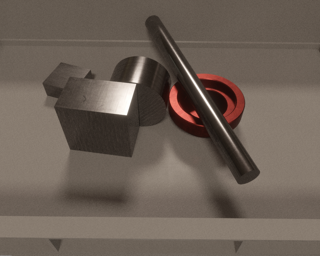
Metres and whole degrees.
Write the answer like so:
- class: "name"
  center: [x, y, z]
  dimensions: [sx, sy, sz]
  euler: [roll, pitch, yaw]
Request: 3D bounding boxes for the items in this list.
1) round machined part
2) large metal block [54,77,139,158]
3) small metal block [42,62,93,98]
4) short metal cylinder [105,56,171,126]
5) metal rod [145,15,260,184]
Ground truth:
- class: "round machined part"
  center: [0.060, -0.025, 0.416]
  dimensions: [0.099, 0.042, 0.098]
  euler: [0, 50, 0]
- class: "large metal block"
  center: [-0.071, -0.012, 0.378]
  dimensions: [0.080, 0.080, 0.050]
  euler: [7, 51, 5]
- class: "small metal block"
  center: [-0.135, -0.068, 0.460]
  dimensions: [0.050, 0.025, 0.050]
  euler: [15, 52, 12]
- class: "short metal cylinder"
  center: [-0.028, -0.047, 0.408]
  dimensions: [0.080, 0.080, 0.050]
  euler: [7, 51, 5]
- class: "metal rod"
  center: [0.039, -0.059, 0.400]
  dimensions: [0.025, 0.025, 0.300]
  euler: [-15, 52, -13]
